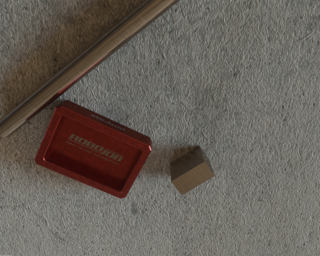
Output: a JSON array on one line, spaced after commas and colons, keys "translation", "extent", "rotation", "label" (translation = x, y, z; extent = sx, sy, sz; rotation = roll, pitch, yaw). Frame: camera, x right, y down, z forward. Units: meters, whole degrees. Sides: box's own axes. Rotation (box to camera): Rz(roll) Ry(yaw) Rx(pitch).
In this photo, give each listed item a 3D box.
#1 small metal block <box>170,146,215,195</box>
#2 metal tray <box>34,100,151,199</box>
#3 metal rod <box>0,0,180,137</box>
[{"translation": [0.042, 0.056, 0.418], "extent": [0.050, 0.050, 0.025], "rotation": [-33, 107, 11], "label": "small metal block"}, {"translation": [-0.088, 0.030, 0.416], "extent": [0.131, 0.030, 0.089], "rotation": [25, 108, -10], "label": "metal tray"}, {"translation": [-0.087, -0.083, 0.377], "extent": [0.300, 0.025, 0.025], "rotation": [-35, 107, 11], "label": "metal rod"}]
